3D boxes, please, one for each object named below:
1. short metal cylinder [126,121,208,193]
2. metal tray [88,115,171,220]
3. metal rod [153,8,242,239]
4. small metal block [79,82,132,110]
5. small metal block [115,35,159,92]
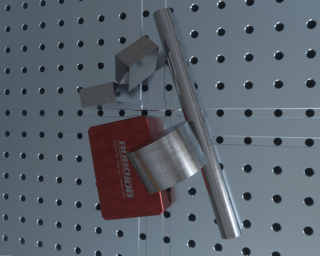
[{"bbox_3d":[0.008,0.032,0.359,0.080,0.080,0.050,-27,94,17],"label":"short metal cylinder"},{"bbox_3d":[-0.043,0.054,0.424,0.090,0.030,0.129,-11,86,19],"label":"metal tray"},{"bbox_3d":[0.045,-0.010,0.396,0.025,0.025,0.299,-19,84,19],"label":"metal rod"},{"bbox_3d":[-0.073,-0.043,0.424,0.050,0.050,0.025,-9,87,19],"label":"small metal block"},{"bbox_3d":[-0.030,-0.082,0.398,0.025,0.050,0.050,42,65,15],"label":"small metal block"}]
